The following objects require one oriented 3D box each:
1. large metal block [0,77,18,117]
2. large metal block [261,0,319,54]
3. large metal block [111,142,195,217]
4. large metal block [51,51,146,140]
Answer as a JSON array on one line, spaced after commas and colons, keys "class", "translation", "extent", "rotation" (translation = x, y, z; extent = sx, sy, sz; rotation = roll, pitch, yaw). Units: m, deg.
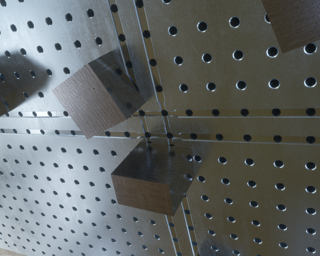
[{"class": "large metal block", "translation": [-0.294, -0.052, 0.495], "extent": [0.080, 0.080, 0.050], "rotation": [37, 129, 3]}, {"class": "large metal block", "translation": [0.129, -0.119, 0.253], "extent": [0.080, 0.050, 0.080], "rotation": [-18, 109, 34]}, {"class": "large metal block", "translation": [-0.006, 0.065, 0.418], "extent": [0.080, 0.080, 0.050], "rotation": [6, 121, 25]}, {"class": "large metal block", "translation": [-0.081, -0.042, 0.410], "extent": [0.080, 0.050, 0.080], "rotation": [-24, 106, 36]}]
